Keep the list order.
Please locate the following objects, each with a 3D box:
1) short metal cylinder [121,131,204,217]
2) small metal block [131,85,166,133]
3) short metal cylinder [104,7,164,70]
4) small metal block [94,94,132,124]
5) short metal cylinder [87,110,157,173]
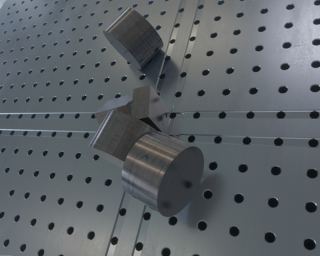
[{"bbox_3d":[0.005,0.049,0.340,0.050,0.080,0.080,22,74,35],"label":"short metal cylinder"},{"bbox_3d":[-0.014,-0.021,0.412,0.025,0.050,0.050,-12,57,22],"label":"small metal block"},{"bbox_3d":[-0.041,-0.137,0.479,0.050,0.080,0.080,-46,51,-4],"label":"short metal cylinder"},{"bbox_3d":[-0.057,-0.025,0.438,0.050,0.025,0.050,-13,21,21],"label":"small metal block"},{"bbox_3d":[-0.041,0.020,0.381,0.080,0.080,0.050,16,71,34],"label":"short metal cylinder"}]
